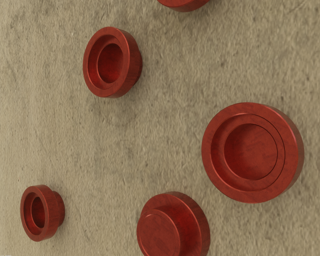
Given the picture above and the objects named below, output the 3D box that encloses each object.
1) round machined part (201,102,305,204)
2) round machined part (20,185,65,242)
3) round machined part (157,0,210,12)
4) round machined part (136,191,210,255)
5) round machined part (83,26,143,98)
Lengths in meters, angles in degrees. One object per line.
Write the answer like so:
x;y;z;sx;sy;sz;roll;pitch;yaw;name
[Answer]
0.095;0.024;0.315;0.098;0.042;0.097;0;90;39;round machined part
-0.210;0.152;0.564;0.098;0.042;0.097;0;90;39;round machined part
0.038;-0.185;0.361;0.098;0.042;0.097;0;90;39;round machined part
0.009;0.131;0.385;0.098;0.042;0.097;0;90;39;round machined part
-0.064;-0.091;0.444;0.098;0.042;0.097;0;90;39;round machined part
